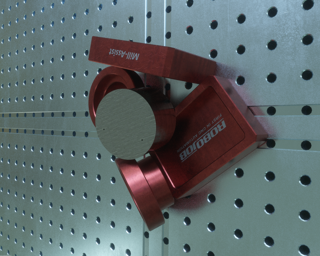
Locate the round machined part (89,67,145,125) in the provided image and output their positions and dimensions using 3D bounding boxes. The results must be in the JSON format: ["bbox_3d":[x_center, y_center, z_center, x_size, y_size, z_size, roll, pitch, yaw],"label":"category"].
[{"bbox_3d":[-0.054,-0.037,0.441,0.098,0.042,0.097,0,90,39],"label":"round machined part"}]

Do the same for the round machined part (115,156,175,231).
[{"bbox_3d":[-0.016,0.074,0.387,0.098,0.042,0.098,59,168,23],"label":"round machined part"}]

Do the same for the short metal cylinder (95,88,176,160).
[{"bbox_3d":[-0.028,-0.007,0.366,0.080,0.050,0.079,5,101,27],"label":"short metal cylinder"}]

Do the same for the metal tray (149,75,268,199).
[{"bbox_3d":[0.046,0.013,0.365,0.129,0.030,0.090,-44,64,31],"label":"metal tray"}]

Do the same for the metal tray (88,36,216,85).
[{"bbox_3d":[-0.011,-0.081,0.374,0.130,0.091,0.030,20,103,38],"label":"metal tray"}]
